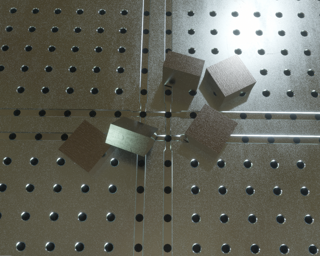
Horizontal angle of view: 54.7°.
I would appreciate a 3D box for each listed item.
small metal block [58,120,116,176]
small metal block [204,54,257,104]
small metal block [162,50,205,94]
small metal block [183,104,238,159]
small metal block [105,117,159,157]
[{"bbox_3d":[-0.092,0.026,0.401,0.050,0.025,0.050,35,73,11],"label":"small metal block"},{"bbox_3d":[0.098,-0.069,0.438,0.050,0.025,0.050,-26,72,-10],"label":"small metal block"},{"bbox_3d":[0.031,-0.076,0.427,0.050,0.050,0.025,17,71,6],"label":"small metal block"},{"bbox_3d":[0.067,0.004,0.411,0.050,0.025,0.050,32,73,11],"label":"small metal block"},{"bbox_3d":[-0.034,0.009,0.392,0.050,0.050,0.025,19,105,6],"label":"small metal block"}]
